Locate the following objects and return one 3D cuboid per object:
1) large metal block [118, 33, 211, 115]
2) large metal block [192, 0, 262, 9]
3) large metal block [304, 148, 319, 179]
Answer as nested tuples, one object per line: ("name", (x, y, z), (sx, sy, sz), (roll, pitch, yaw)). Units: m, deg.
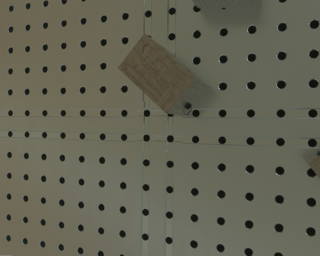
("large metal block", (0.009, -0.061, 0.381), (0.080, 0.080, 0.050), (44, 104, 14))
("large metal block", (0.076, -0.177, 0.357), (0.080, 0.080, 0.050), (6, 92, 20))
("large metal block", (0.213, 0.045, 0.324), (0.080, 0.050, 0.080), (-38, 78, 16))
